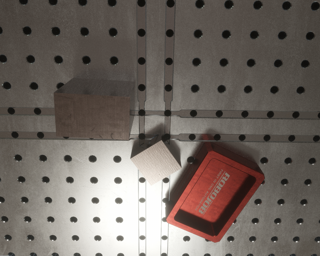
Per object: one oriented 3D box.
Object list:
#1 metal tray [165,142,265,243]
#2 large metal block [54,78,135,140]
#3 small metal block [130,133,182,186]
[{"bbox_3d":[0.076,0.095,0.446,0.090,0.030,0.129,26,108,-10],"label":"metal tray"},{"bbox_3d":[-0.074,-0.026,0.374,0.081,0.080,0.050,3,110,-2],"label":"large metal block"},{"bbox_3d":[-0.005,0.044,0.430,0.050,0.025,0.050,-32,108,10],"label":"small metal block"}]
